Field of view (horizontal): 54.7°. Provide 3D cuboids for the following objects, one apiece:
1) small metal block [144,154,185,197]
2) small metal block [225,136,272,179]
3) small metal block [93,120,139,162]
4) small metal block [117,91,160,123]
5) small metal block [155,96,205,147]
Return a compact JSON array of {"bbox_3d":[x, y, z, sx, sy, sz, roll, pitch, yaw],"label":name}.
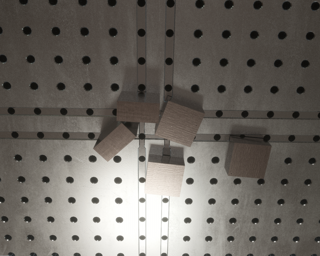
[{"bbox_3d":[0.006,0.067,0.438,0.050,0.025,0.050,7,110,-3],"label":"small metal block"},{"bbox_3d":[0.121,0.041,0.430,0.050,0.025,0.050,5,110,-3],"label":"small metal block"},{"bbox_3d":[-0.056,0.010,0.403,0.050,0.050,0.025,-41,105,13],"label":"small metal block"},{"bbox_3d":[-0.026,-0.027,0.390,0.050,0.050,0.025,3,110,-2],"label":"small metal block"},{"bbox_3d":[0.025,-0.009,0.411,0.050,0.025,0.050,19,109,-8],"label":"small metal block"}]
